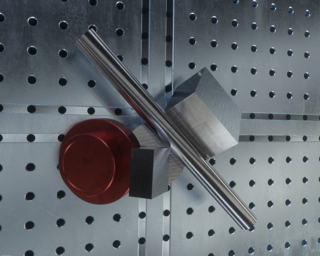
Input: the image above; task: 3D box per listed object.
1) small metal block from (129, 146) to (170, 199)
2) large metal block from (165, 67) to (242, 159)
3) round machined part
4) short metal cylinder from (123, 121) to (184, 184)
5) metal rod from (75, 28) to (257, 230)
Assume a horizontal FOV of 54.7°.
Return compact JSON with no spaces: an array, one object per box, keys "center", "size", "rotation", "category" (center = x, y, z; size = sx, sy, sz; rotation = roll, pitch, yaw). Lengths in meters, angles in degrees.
[{"center":[-0.010,0.046,0.336],"size":[0.025,0.050,0.050],"rotation":[3,89,20],"category":"small metal block"},{"center":[0.057,-0.020,0.394],"size":[0.080,0.050,0.080],"rotation":[48,32,-14],"category":"large metal block"},{"center":[-0.072,0.038,0.346],"size":[0.098,0.042,0.097],"rotation":[1,94,18],"category":"round machined part"},{"center":[-0.013,0.031,0.390],"size":[0.081,0.050,0.079],"rotation":[0,90,-20],"category":"short metal cylinder"},{"center":[0.017,0.012,0.362],"size":[0.025,0.025,0.300],"rotation":[-45,104,-14],"category":"metal rod"}]
